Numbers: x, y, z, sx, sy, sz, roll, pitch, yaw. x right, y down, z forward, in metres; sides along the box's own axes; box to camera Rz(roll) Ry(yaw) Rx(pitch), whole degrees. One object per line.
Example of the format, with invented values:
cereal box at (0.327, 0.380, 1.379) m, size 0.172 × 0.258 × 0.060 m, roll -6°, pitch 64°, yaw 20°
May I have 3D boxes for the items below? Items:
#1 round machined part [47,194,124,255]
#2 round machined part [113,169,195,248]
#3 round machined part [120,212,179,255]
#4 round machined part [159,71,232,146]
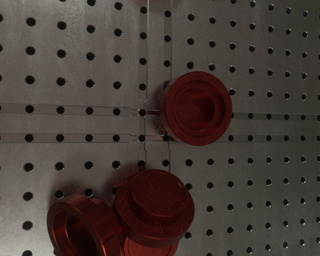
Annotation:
round machined part at (-0.081, 0.120, 0.353) m, size 0.042 × 0.098 × 0.097 m, roll -25°, pitch 100°, yaw -50°
round machined part at (-0.005, 0.088, 0.373) m, size 0.099 × 0.098 × 0.042 m, roll 1°, pitch 132°, yaw -20°
round machined part at (-0.019, 0.142, 0.398) m, size 0.099 × 0.042 × 0.097 m, roll 0°, pitch 90°, yaw -20°
round machined part at (0.045, -0.025, 0.421) m, size 0.099 × 0.042 × 0.097 m, roll 0°, pitch 90°, yaw -21°
